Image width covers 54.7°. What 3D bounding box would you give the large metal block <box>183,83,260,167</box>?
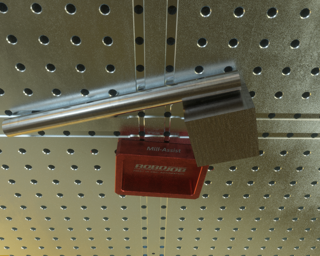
[{"bbox_3d":[0.078,-0.002,0.395,0.080,0.050,0.080,-12,129,9],"label":"large metal block"}]

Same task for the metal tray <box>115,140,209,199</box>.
[{"bbox_3d":[0.000,0.064,0.462,0.131,0.030,0.089,5,130,-5],"label":"metal tray"}]

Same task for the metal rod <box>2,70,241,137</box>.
[{"bbox_3d":[-0.053,-0.028,0.386,0.301,0.025,0.025,-11,130,8],"label":"metal rod"}]
